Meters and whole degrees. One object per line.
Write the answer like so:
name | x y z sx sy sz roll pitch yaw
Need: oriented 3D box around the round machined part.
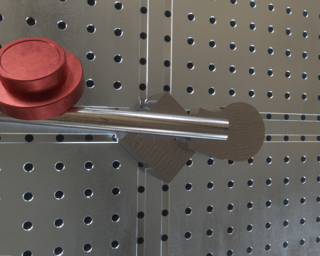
round machined part | -0.132 -0.059 0.327 0.099 0.042 0.098 3 52 -4

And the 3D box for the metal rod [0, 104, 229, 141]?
metal rod | -0.076 -0.011 0.339 0.302 0.025 0.025 5 88 -4

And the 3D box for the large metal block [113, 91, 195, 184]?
large metal block | 0.001 0.011 0.398 0.080 0.050 0.080 46 76 -15

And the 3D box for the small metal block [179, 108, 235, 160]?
small metal block | 0.058 0.007 0.380 0.050 0.025 0.050 20 83 -19

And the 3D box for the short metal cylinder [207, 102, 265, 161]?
short metal cylinder | 0.099 0.005 0.437 0.081 0.050 0.079 0 90 -21
